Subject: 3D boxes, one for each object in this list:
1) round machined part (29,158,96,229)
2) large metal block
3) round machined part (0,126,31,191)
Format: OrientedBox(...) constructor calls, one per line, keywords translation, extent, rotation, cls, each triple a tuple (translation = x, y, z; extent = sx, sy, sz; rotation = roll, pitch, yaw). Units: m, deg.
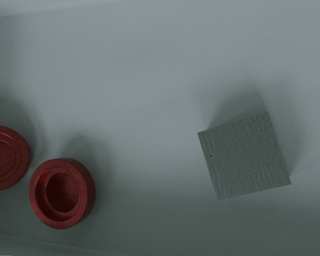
OrientedBox(translation=(-0.135, 0.091, 0.448), extent=(0.098, 0.042, 0.097), rotation=(0, 90, 19), cls="round machined part")
OrientedBox(translation=(0.099, 0.032, 0.362), extent=(0.080, 0.050, 0.080), rotation=(-18, 84, 18), cls="large metal block")
OrientedBox(translation=(-0.248, 0.047, 0.471), extent=(0.099, 0.042, 0.097), rotation=(2, 80, -14), cls="round machined part")
